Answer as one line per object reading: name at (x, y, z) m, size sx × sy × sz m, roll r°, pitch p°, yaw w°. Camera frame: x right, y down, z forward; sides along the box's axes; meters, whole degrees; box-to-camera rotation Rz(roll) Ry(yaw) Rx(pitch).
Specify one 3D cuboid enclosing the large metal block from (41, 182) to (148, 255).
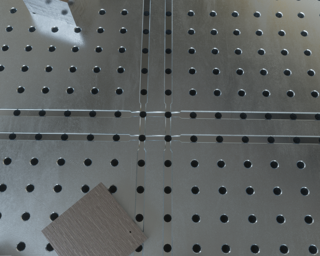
large metal block at (-0.070, 0.122, 0.353) m, size 0.080 × 0.050 × 0.080 m, roll -39°, pitch 75°, yaw -13°

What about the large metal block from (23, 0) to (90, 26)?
large metal block at (-0.155, -0.215, 0.475) m, size 0.080 × 0.050 × 0.080 m, roll 18°, pitch 71°, yaw 6°
